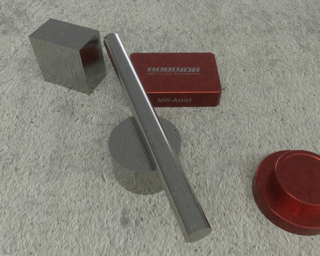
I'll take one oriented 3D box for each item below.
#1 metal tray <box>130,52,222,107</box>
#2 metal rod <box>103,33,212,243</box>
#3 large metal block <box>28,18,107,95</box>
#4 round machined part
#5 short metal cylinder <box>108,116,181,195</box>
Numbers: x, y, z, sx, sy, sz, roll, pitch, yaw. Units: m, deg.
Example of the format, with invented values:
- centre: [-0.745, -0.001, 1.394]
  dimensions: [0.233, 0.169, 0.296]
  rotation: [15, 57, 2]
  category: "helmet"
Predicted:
- centre: [0.020, -0.073, 0.462]
  dimensions: [0.131, 0.030, 0.090]
  rotation: [-1, 50, -1]
  category: "metal tray"
- centre: [-0.018, -0.017, 0.352]
  dimensions: [0.025, 0.025, 0.300]
  rotation: [-15, 52, -13]
  category: "metal rod"
- centre: [-0.131, -0.104, 0.453]
  dimensions: [0.080, 0.080, 0.050]
  rotation: [18, 53, 14]
  category: "large metal block"
- centre: [0.156, 0.063, 0.341]
  dimensions: [0.099, 0.042, 0.098]
  rotation: [0, 50, 0]
  category: "round machined part"
- centre: [-0.017, 0.030, 0.361]
  dimensions: [0.081, 0.050, 0.080]
  rotation: [0, 50, 0]
  category: "short metal cylinder"
